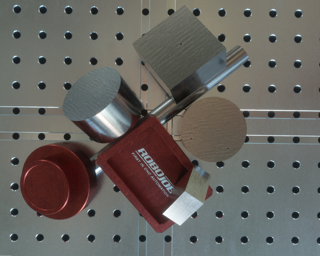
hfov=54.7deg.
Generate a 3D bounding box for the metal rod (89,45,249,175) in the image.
[{"bbox_3d":[-0.009,-0.009,0.415,0.300,0.025,0.025,-37,90,0],"label":"metal rod"}]

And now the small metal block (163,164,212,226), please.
[{"bbox_3d":[0.033,0.080,0.372,0.025,0.050,0.050,35,125,-2],"label":"small metal block"}]

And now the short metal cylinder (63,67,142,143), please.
[{"bbox_3d":[-0.070,-0.028,0.380,0.080,0.050,0.080,-15,51,20],"label":"short metal cylinder"}]

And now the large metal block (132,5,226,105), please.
[{"bbox_3d":[0.026,-0.090,0.389,0.080,0.050,0.080,-37,71,0],"label":"large metal block"}]

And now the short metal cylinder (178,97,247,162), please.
[{"bbox_3d":[0.065,0.002,0.401,0.081,0.050,0.079,0,90,0],"label":"short metal cylinder"}]

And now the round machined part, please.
[{"bbox_3d":[-0.134,0.069,0.391,0.098,0.042,0.097,2,96,15],"label":"round machined part"}]

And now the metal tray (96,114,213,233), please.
[{"bbox_3d":[-0.006,0.058,0.396,0.090,0.030,0.130,-38,103,0],"label":"metal tray"}]
